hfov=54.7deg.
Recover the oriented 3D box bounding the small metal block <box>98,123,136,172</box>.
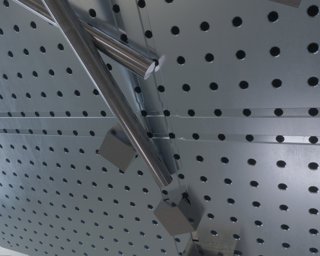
[{"bbox_3d":[-0.059,0.030,0.461,0.050,0.025,0.050,35,129,4],"label":"small metal block"}]

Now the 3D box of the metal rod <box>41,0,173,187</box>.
[{"bbox_3d":[-0.059,-0.040,0.394,0.025,0.025,0.299,-12,119,33],"label":"metal rod"}]

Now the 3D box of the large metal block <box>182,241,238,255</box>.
[{"bbox_3d":[0.084,0.233,0.495,0.080,0.050,0.080,-4,116,30],"label":"large metal block"}]

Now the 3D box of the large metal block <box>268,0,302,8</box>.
[{"bbox_3d":[0.091,-0.153,0.252,0.080,0.050,0.079,22,127,14],"label":"large metal block"}]

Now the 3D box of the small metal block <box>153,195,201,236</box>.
[{"bbox_3d":[0.027,0.137,0.482,0.050,0.025,0.050,-27,104,37],"label":"small metal block"}]

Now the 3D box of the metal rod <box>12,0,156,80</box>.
[{"bbox_3d":[-0.139,-0.148,0.393,0.301,0.025,0.025,32,129,7],"label":"metal rod"}]
